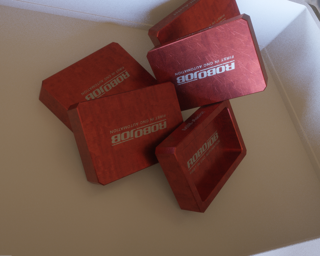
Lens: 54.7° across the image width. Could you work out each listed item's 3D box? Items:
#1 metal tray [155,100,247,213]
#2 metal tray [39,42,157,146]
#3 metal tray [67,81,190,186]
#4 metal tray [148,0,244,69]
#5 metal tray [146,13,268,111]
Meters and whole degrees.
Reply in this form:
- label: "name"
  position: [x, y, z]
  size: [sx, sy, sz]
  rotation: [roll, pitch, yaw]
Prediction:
- label: "metal tray"
  position: [0.058, 0.030, 0.389]
  size: [0.131, 0.030, 0.090]
  rotation: [-41, 115, -40]
- label: "metal tray"
  position: [-0.072, -0.048, 0.394]
  size: [0.090, 0.030, 0.131]
  rotation: [44, 51, 2]
- label: "metal tray"
  position: [-0.031, 0.002, 0.363]
  size: [0.131, 0.030, 0.089]
  rotation: [-19, 97, -35]
- label: "metal tray"
  position: [0.058, -0.138, 0.452]
  size: [0.130, 0.030, 0.090]
  rotation: [-39, 124, -9]
- label: "metal tray"
  position: [0.059, -0.077, 0.393]
  size: [0.090, 0.130, 0.030]
  rotation: [66, 29, -21]
